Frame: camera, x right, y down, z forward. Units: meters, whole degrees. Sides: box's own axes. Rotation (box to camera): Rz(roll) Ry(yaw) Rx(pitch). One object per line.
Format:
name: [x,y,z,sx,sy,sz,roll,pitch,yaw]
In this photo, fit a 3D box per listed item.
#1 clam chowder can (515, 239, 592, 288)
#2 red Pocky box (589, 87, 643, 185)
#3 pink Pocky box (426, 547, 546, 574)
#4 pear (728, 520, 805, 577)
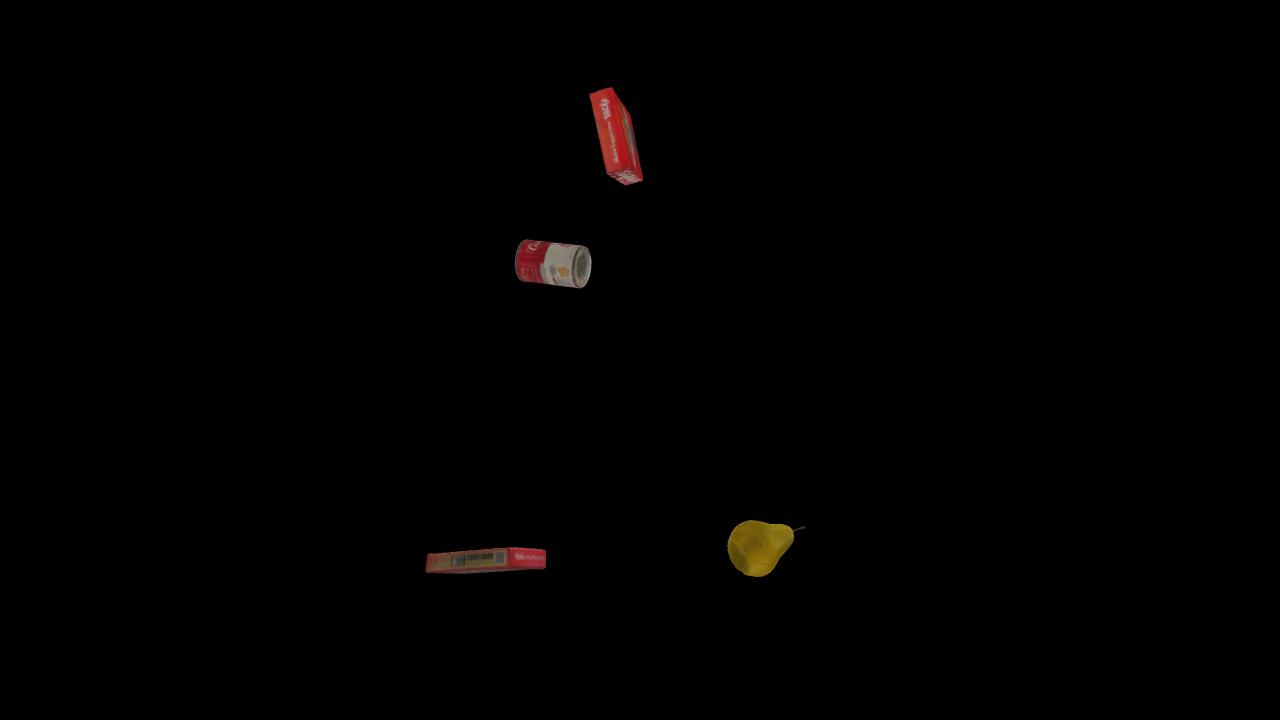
clam chowder can: [-0.135,-0.151,0.965,0.102,0.068,0.068,10,3,17]
red Pocky box: [-0.023,-0.245,0.692,0.028,0.083,0.155,-10,11,8]
pink Pocky box: [-0.221,0.290,0.886,0.155,0.029,0.084,-12,-23,26]
pear: [0.180,0.258,0.870,0.111,0.080,0.080,-11,4,-25]
